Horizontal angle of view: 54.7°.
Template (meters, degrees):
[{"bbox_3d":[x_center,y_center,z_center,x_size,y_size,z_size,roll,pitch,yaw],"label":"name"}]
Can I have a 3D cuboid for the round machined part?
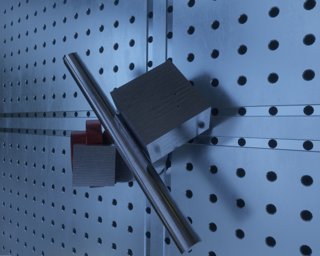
[{"bbox_3d":[-0.104,0.037,0.446,0.098,0.042,0.097,177,89,-78],"label":"round machined part"}]

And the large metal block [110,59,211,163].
[{"bbox_3d":[0.001,-0.020,0.359,0.080,0.050,0.080,-31,63,-11],"label":"large metal block"}]

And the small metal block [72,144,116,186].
[{"bbox_3d":[-0.082,0.046,0.388,0.025,0.050,0.050,-166,78,-80],"label":"small metal block"}]

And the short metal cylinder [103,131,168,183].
[{"bbox_3d":[-0.036,0.031,0.418,0.080,0.050,0.079,0,90,40],"label":"short metal cylinder"}]

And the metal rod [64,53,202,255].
[{"bbox_3d":[-0.047,0.012,0.378,0.025,0.025,0.300,-51,61,28],"label":"metal rod"}]
